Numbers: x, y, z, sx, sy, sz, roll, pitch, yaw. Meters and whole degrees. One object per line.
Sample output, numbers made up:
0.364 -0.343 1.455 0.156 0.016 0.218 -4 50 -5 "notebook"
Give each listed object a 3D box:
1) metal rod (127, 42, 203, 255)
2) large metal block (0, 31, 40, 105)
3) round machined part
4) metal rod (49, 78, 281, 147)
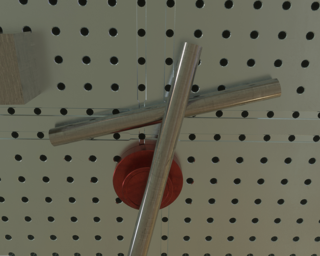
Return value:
0.002 0.045 0.388 0.025 0.025 0.298 14 98 -6 "metal rod"
-0.199 -0.073 0.370 0.081 0.050 0.079 -1 110 -1 "large metal block"
-0.017 0.076 0.432 0.099 0.042 0.097 0 110 -1 "round machined part"
0.003 -0.019 0.406 0.302 0.025 0.025 -12 110 4 "metal rod"
